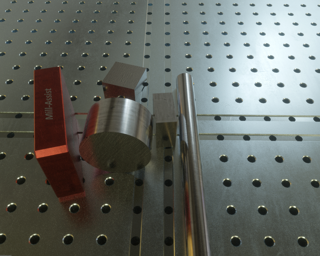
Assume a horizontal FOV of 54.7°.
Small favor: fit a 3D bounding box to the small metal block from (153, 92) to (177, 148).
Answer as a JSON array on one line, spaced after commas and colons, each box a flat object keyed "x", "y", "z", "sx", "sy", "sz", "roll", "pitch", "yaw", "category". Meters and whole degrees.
[{"x": 0.005, "y": -0.010, "z": 0.400, "sx": 0.025, "sy": 0.050, "sz": 0.050, "roll": -4, "pitch": 50, "yaw": -4, "category": "small metal block"}]

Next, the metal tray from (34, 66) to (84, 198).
[{"x": -0.118, "y": 0.003, "z": 0.361, "sx": 0.030, "sy": 0.089, "sz": 0.130, "roll": -11, "pitch": 51, "yaw": -10, "category": "metal tray"}]

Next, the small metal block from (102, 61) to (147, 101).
[{"x": -0.052, "y": -0.070, "z": 0.466, "sx": 0.050, "sy": 0.025, "sz": 0.050, "roll": 14, "pitch": 51, "yaw": 11, "category": "small metal block"}]

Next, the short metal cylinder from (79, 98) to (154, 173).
[{"x": -0.049, "y": 0.010, "z": 0.363, "sx": 0.081, "sy": 0.080, "sz": 0.050, "roll": 2, "pitch": 50, "yaw": 1, "category": "short metal cylinder"}]

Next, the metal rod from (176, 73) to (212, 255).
[{"x": 0.038, "y": 0.041, "z": 0.373, "sx": 0.025, "sy": 0.025, "sz": 0.300, "roll": 0, "pitch": 50, "yaw": -1, "category": "metal rod"}]
